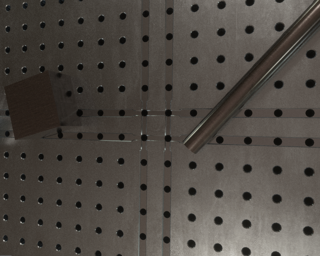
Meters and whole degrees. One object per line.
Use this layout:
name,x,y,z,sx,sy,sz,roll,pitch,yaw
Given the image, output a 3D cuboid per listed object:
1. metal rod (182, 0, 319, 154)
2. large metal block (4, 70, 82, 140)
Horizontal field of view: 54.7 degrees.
metal rod,0.136,-0.083,0.364,0.025,0.025,0.299,45,103,14
large metal block,-0.173,-0.031,0.458,0.080,0.050,0.080,-15,85,19
